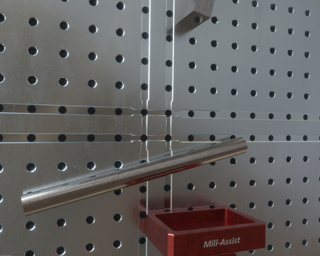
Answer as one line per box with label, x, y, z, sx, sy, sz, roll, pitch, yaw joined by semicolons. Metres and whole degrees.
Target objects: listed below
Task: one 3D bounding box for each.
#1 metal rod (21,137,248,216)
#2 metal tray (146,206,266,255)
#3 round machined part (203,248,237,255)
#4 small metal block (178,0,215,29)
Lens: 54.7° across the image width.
metal rod;-0.017;0.057;0.406;0.302;0.025;0.025;-13;95;-20
metal tray;0.056;0.131;0.398;0.131;0.090;0.030;1;90;-20
round machined part;0.073;0.211;0.431;0.099;0.042;0.097;0;90;-20
small metal block;0.051;-0.169;0.418;0.025;0.050;0.050;15;85;-20
